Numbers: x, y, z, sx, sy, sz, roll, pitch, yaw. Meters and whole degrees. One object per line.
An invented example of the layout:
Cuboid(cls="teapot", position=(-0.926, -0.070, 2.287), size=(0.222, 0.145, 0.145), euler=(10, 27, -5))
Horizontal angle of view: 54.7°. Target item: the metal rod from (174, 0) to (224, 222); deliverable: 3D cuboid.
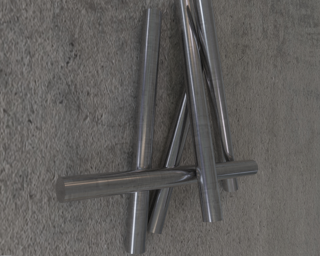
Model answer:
Cuboid(cls="metal rod", position=(0.048, -0.034, 0.401), size=(0.025, 0.025, 0.299), euler=(4, 75, -40))

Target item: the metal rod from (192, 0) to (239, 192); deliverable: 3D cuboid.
Cuboid(cls="metal rod", position=(0.084, -0.040, 0.449), size=(0.025, 0.025, 0.298), euler=(-29, 116, -36))

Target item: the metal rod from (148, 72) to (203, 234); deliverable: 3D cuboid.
Cuboid(cls="metal rod", position=(0.030, -0.008, 0.429), size=(0.025, 0.025, 0.299), euler=(26, 74, -37))

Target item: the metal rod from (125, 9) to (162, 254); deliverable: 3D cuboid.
Cuboid(cls="metal rod", position=(-0.020, 0.001, 0.387), size=(0.025, 0.025, 0.298), euler=(7, 86, -40))

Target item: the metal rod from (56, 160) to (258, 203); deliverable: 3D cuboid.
Cuboid(cls="metal rod", position=(0.024, 0.060, 0.389), size=(0.302, 0.025, 0.025), euler=(1, 90, -38))
